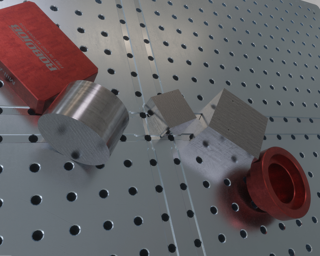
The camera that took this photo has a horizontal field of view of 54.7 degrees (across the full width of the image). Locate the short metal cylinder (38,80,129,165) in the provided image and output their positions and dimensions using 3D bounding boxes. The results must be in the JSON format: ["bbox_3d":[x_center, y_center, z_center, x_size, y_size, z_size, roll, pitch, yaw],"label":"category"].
[{"bbox_3d":[-0.080,-0.004,0.332,0.080,0.080,0.050,31,52,-9],"label":"short metal cylinder"}]

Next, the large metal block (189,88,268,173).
[{"bbox_3d":[0.100,0.003,0.444,0.080,0.050,0.080,34,51,-6],"label":"large metal block"}]

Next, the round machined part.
[{"bbox_3d":[0.159,0.078,0.428,0.099,0.042,0.098,17,58,-29],"label":"round machined part"}]

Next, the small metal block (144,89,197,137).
[{"bbox_3d":[0.014,-0.022,0.429,0.050,0.025,0.050,-21,73,-36],"label":"small metal block"}]

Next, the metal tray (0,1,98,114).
[{"bbox_3d":[-0.152,-0.089,0.377,0.130,0.030,0.091,46,51,4],"label":"metal tray"}]
